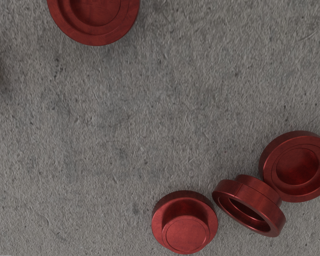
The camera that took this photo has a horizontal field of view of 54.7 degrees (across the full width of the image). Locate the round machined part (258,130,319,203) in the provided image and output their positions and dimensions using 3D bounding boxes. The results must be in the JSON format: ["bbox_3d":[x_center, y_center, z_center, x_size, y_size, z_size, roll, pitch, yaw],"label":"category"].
[{"bbox_3d":[0.182,0.048,0.420,0.099,0.042,0.097,0,110,0],"label":"round machined part"}]

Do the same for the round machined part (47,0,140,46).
[{"bbox_3d":[-0.071,-0.144,0.347,0.099,0.042,0.097,0,110,0],"label":"round machined part"}]

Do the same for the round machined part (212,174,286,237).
[{"bbox_3d":[0.123,0.100,0.419,0.098,0.098,0.042,45,68,-15],"label":"round machined part"}]

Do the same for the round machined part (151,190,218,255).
[{"bbox_3d":[0.037,0.144,0.454,0.099,0.042,0.097,0,110,0],"label":"round machined part"}]
